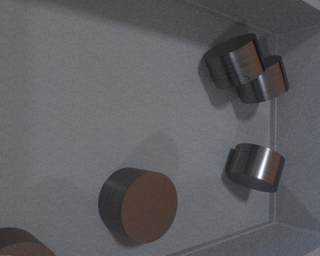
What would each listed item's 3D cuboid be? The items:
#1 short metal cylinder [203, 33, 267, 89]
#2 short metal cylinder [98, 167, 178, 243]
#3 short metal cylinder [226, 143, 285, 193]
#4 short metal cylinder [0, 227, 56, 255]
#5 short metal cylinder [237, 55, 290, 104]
[{"bbox_3d":[0.112,-0.100,0.464,0.080,0.080,0.050,-42,116,-32],"label":"short metal cylinder"},{"bbox_3d":[-0.025,0.089,0.369,0.081,0.050,0.080,0,90,-40],"label":"short metal cylinder"},{"bbox_3d":[0.154,0.065,0.500,0.080,0.080,0.050,36,68,-34],"label":"short metal cylinder"},{"bbox_3d":[-0.136,0.136,0.276,0.081,0.050,0.080,0,90,-40],"label":"short metal cylinder"},{"bbox_3d":[0.164,-0.080,0.508,0.080,0.080,0.050,-36,113,-34],"label":"short metal cylinder"}]
